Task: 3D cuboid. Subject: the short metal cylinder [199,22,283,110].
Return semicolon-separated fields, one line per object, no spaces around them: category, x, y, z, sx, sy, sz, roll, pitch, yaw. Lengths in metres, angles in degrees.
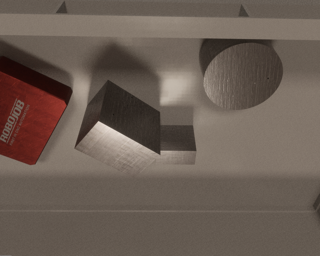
short metal cylinder;0.085;-0.066;0.337;0.081;0.050;0.079;0;130;0

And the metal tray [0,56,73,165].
metal tray;-0.179;-0.015;0.390;0.090;0.030;0.129;25;126;-21

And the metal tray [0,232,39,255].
metal tray;-0.310;0.262;0.627;0.091;0.030;0.129;23;126;-19

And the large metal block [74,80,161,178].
large metal block;-0.047;0.001;0.373;0.080;0.080;0.050;31;123;-24

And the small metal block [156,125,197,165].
small metal block;0.020;0.022;0.412;0.050;0.050;0.025;1;130;-1
